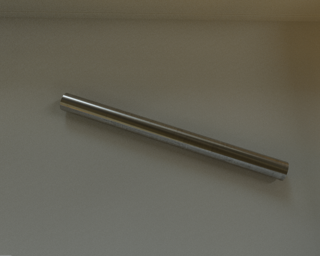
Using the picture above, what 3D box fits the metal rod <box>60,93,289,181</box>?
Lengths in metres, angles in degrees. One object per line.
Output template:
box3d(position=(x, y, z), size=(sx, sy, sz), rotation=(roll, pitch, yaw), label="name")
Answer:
box3d(position=(0.014, 0.009, 0.405), size=(0.301, 0.025, 0.025), rotation=(18, 71, 6), label="metal rod")
